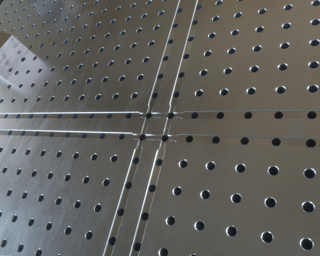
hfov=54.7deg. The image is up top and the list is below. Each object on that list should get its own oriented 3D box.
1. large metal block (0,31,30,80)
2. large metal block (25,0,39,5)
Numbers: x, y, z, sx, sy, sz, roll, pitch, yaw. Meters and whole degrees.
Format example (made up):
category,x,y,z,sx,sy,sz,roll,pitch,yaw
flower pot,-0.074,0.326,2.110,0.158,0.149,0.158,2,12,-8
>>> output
category,x,y,z,sx,sy,sz,roll,pitch,yaw
large metal block,-0.343,-0.159,0.666,0.080,0.050,0.080,23,74,36
large metal block,-0.313,-0.363,0.757,0.080,0.080,0.050,-15,56,19
